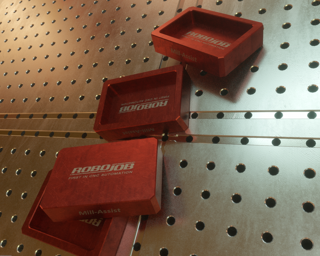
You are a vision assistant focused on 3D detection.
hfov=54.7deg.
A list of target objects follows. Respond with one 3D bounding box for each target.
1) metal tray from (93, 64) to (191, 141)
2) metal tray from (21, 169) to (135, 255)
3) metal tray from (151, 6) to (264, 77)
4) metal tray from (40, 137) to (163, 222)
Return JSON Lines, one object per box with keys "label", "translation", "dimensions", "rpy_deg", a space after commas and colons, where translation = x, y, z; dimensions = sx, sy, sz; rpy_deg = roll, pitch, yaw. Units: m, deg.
{"label": "metal tray", "translation": [-0.025, -0.035, 0.437], "dimensions": [0.130, 0.030, 0.090], "rpy_deg": [-8, 58, 23]}
{"label": "metal tray", "translation": [-0.104, 0.107, 0.392], "dimensions": [0.130, 0.030, 0.090], "rpy_deg": [6, 64, 30]}
{"label": "metal tray", "translation": [0.063, -0.125, 0.430], "dimensions": [0.090, 0.030, 0.130], "rpy_deg": [-40, 49, -22]}
{"label": "metal tray", "translation": [-0.065, 0.060, 0.370], "dimensions": [0.131, 0.030, 0.090], "rpy_deg": [-7, 43, 9]}
